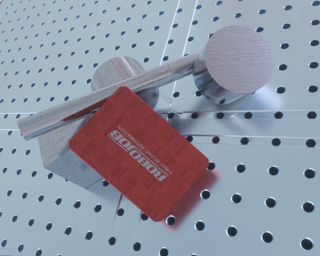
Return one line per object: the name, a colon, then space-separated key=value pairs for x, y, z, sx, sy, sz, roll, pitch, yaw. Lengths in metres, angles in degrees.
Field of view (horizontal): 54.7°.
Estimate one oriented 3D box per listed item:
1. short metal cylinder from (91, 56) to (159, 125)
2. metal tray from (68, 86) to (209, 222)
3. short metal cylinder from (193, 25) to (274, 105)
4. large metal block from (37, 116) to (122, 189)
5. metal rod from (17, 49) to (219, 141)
short metal cylinder: x=-0.048 y=-0.051 z=0.428 sx=0.080 sy=0.080 sz=0.050 roll=-37 pitch=51 yaw=3
metal tray: x=-0.023 y=0.028 z=0.347 sx=0.130 sy=0.030 sz=0.090 roll=42 pitch=84 yaw=-3
short metal cylinder: x=0.084 y=-0.072 z=0.366 sx=0.081 sy=0.050 sz=0.080 roll=2 pitch=79 yaw=-9
large metal block: x=-0.096 y=0.026 z=0.405 sx=0.080 sy=0.080 sz=0.050 roll=-34 pitch=52 yaw=5
metal rod: x=-0.021 y=-0.056 z=0.383 sx=0.302 sy=0.025 sz=0.025 roll=-24 pitch=50 yaw=-14
